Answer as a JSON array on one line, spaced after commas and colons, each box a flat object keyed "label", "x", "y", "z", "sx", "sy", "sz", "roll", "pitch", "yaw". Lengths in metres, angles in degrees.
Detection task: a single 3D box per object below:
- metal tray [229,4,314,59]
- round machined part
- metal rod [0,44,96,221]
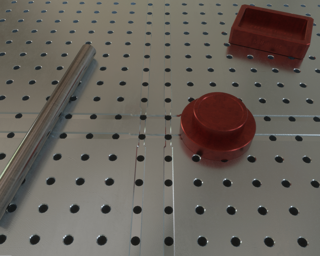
[{"label": "metal tray", "x": 0.199, "y": -0.175, "z": 0.553, "sx": 0.130, "sy": 0.030, "sz": 0.090, "roll": 17, "pitch": 52, "yaw": 13}, {"label": "round machined part", "x": 0.076, "y": -0.009, "z": 0.406, "sx": 0.099, "sy": 0.042, "sz": 0.098, "roll": 0, "pitch": 50, "yaw": 0}, {"label": "metal rod", "x": -0.150, "y": -0.017, "z": 0.419, "sx": 0.025, "sy": 0.025, "sz": 0.300, "roll": 10, "pitch": 51, "yaw": 7}]
